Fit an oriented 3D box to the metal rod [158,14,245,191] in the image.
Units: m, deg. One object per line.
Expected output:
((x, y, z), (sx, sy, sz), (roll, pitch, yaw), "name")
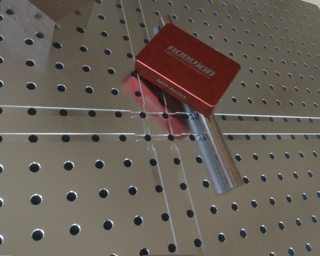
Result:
((0.055, -0.052, 0.469), (0.025, 0.025, 0.299), (-6, 65, -31), "metal rod")

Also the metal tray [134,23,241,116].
((0.040, -0.087, 0.452), (0.130, 0.030, 0.090), (33, 64, 7), "metal tray")

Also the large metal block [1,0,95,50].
((-0.148, -0.164, 0.413), (0.080, 0.050, 0.080), (39, 51, -2), "large metal block")
